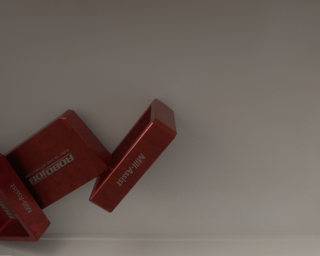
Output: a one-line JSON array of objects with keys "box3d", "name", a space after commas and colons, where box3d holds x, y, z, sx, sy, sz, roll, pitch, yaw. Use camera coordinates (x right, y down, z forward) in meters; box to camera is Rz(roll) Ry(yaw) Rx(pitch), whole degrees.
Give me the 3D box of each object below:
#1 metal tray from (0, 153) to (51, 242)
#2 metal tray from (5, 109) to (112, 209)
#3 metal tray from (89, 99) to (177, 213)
[{"box3d": [-0.218, 0.097, 0.417, 0.090, 0.030, 0.129, -9, 118, 25], "name": "metal tray"}, {"box3d": [-0.143, 0.046, 0.417, 0.130, 0.030, 0.090, -32, 108, 16], "name": "metal tray"}, {"box3d": [-0.033, 0.031, 0.387, 0.030, 0.090, 0.130, 36, 106, -13], "name": "metal tray"}]
